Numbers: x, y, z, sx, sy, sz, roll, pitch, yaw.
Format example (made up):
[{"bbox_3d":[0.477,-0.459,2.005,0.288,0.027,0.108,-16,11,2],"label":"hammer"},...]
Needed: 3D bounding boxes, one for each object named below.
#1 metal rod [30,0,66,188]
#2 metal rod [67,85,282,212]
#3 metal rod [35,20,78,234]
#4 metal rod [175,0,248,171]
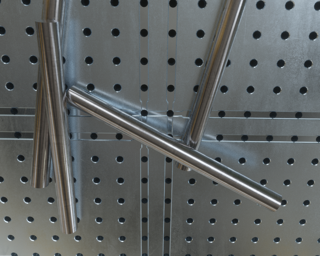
[{"bbox_3d":[-0.141,-0.058,0.390,0.025,0.025,0.298,11,110,-4],"label":"metal rod"},{"bbox_3d":[0.017,0.027,0.399,0.301,0.025,0.025,28,108,-1],"label":"metal rod"},{"bbox_3d":[-0.130,0.017,0.403,0.025,0.025,0.298,2,116,-1],"label":"metal rod"},{"bbox_3d":[0.070,-0.082,0.383,0.025,0.025,0.298,13,110,-5],"label":"metal rod"}]
